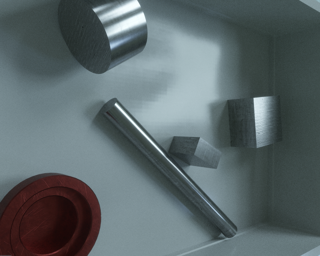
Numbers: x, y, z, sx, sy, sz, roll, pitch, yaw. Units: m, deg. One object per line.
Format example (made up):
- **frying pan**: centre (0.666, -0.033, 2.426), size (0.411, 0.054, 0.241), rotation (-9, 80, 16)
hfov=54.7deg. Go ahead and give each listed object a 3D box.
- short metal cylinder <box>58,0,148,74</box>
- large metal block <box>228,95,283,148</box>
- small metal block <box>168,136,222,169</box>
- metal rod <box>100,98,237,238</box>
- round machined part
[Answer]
- **short metal cylinder**: centre (-0.060, -0.103, 0.322), size (0.050, 0.080, 0.080), rotation (-38, 114, -34)
- **large metal block**: centre (0.164, -0.013, 0.531), size (0.081, 0.050, 0.079), rotation (-9, 96, -40)
- **small metal block**: centre (0.049, 0.034, 0.434), size (0.050, 0.050, 0.025), rotation (33, 69, -36)
- **metal rod**: centre (0.028, 0.071, 0.432), size (0.300, 0.025, 0.025), rotation (48, 61, -30)
- **round machined part**: centre (-0.111, 0.093, 0.304), size (0.099, 0.042, 0.097), rotation (0, 90, -40)
